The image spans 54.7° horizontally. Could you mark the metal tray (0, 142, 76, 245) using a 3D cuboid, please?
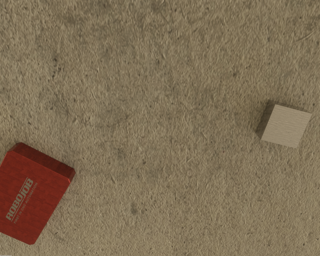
[{"bbox_3d":[-0.191,0.095,0.440,0.090,0.030,0.129,30,107,-11],"label":"metal tray"}]

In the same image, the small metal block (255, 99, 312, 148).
[{"bbox_3d":[0.162,-0.006,0.410,0.050,0.025,0.050,14,109,-6],"label":"small metal block"}]
